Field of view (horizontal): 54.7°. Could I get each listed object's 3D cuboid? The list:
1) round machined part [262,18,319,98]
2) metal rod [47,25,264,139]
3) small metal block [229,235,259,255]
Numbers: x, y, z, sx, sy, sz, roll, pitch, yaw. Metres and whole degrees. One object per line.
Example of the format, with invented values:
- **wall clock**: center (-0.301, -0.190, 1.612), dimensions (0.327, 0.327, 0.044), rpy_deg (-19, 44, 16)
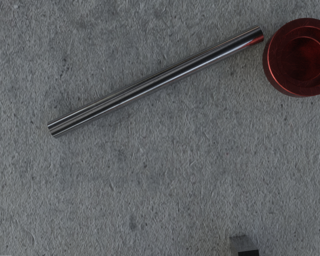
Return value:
- **round machined part**: center (0.182, -0.088, 0.403), dimensions (0.099, 0.042, 0.097), rpy_deg (0, 90, 0)
- **metal rod**: center (-0.005, -0.061, 0.409), dimensions (0.301, 0.025, 0.025), rpy_deg (-25, 90, 0)
- **small metal block**: center (0.110, 0.173, 0.399), dimensions (0.025, 0.050, 0.050), rpy_deg (-7, 90, 0)
